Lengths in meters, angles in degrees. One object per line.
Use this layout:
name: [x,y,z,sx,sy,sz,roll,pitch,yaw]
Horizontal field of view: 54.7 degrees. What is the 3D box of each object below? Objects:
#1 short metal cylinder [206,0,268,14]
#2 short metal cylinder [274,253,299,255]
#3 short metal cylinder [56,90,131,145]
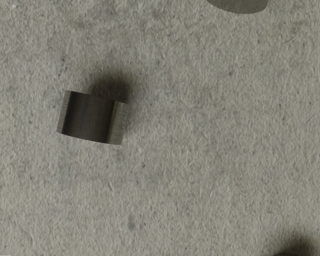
short metal cylinder: [0.099,-0.184,0.384,0.080,0.080,0.050,16,90,-1]
short metal cylinder: [0.173,0.212,0.400,0.081,0.050,0.079,0,90,-1]
short metal cylinder: [-0.081,-0.012,0.381,0.080,0.080,0.050,13,90,-1]
